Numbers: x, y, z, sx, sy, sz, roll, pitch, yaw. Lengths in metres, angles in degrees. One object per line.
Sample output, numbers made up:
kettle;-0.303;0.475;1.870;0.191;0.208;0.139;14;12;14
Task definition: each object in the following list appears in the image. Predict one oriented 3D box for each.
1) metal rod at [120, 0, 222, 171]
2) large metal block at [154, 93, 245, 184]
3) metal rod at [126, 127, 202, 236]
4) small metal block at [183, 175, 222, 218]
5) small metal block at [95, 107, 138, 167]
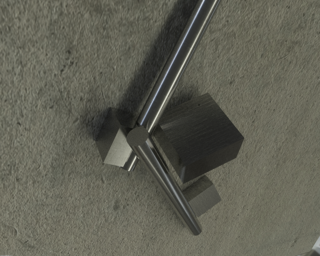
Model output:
metal rod;0.024;-0.083;0.356;0.025;0.025;0.298;19;104;-36
large metal block;0.046;0.012;0.397;0.081;0.080;0.050;-24;149;-15
metal rod;0.020;0.095;0.443;0.025;0.025;0.299;-34;140;-6
small metal block;0.070;0.114;0.518;0.050;0.025;0.050;-34;129;-6
small metal block;-0.052;0.010;0.369;0.025;0.050;0.050;17;109;-30
